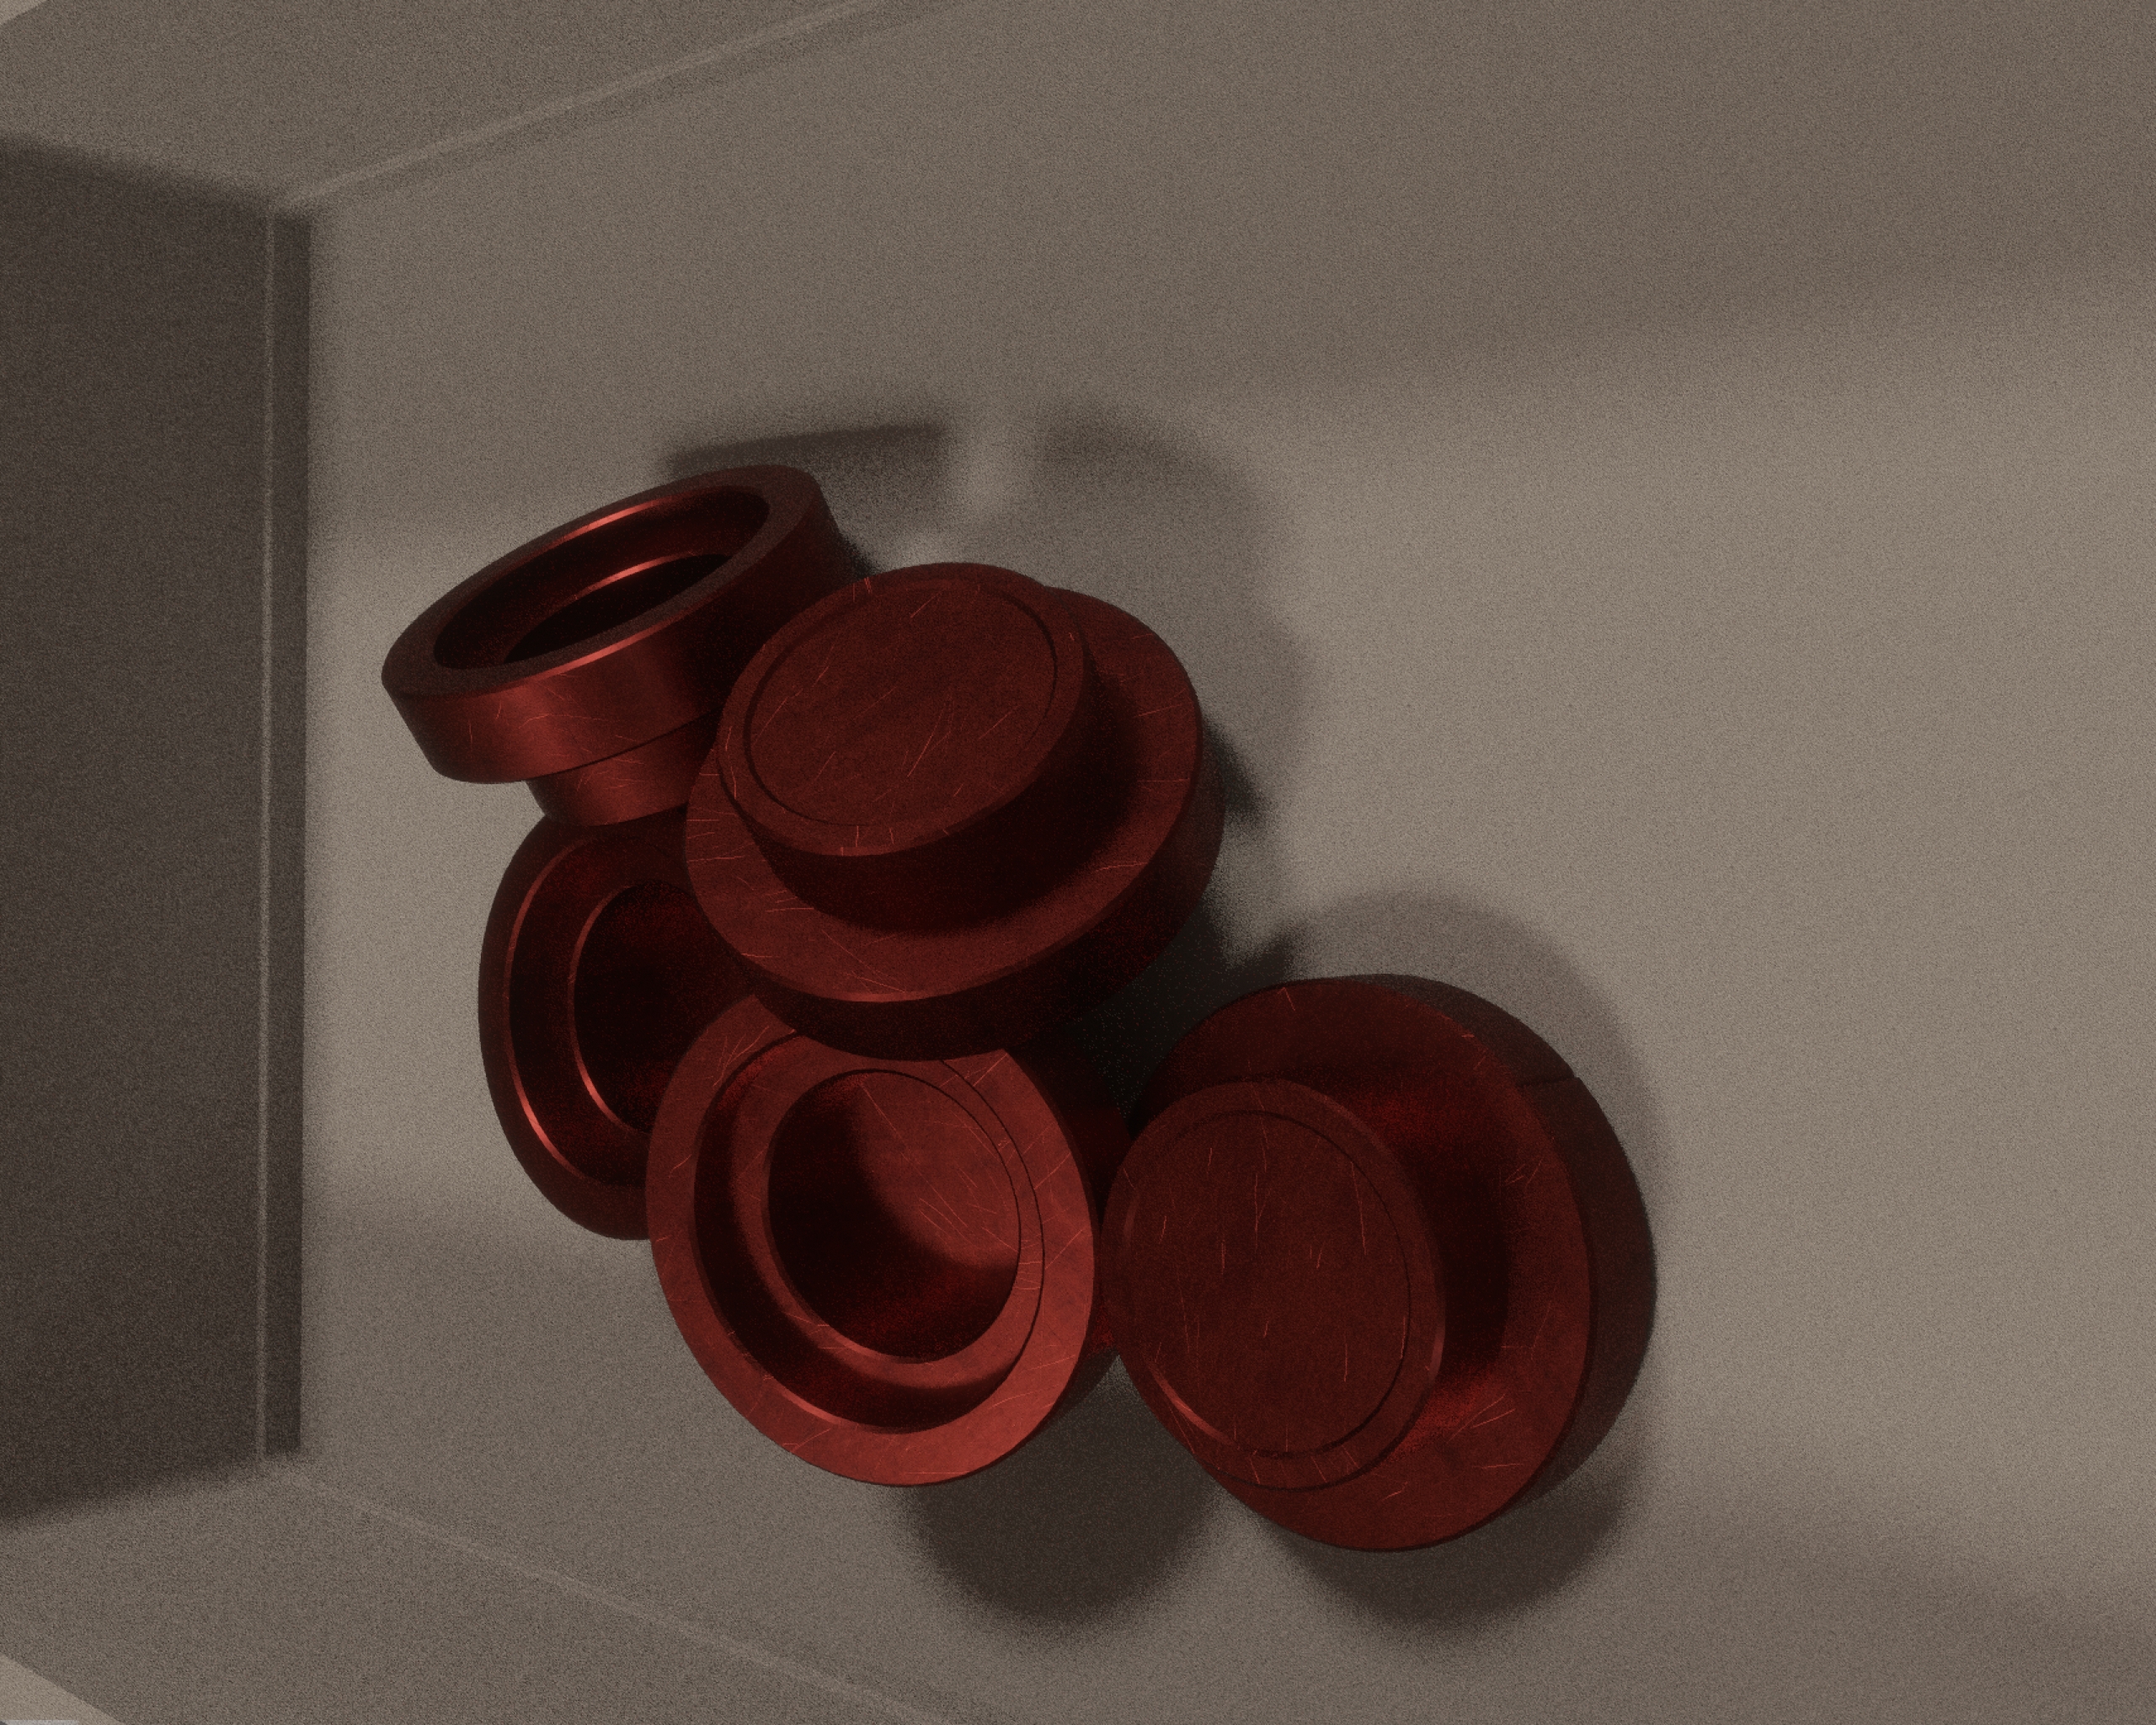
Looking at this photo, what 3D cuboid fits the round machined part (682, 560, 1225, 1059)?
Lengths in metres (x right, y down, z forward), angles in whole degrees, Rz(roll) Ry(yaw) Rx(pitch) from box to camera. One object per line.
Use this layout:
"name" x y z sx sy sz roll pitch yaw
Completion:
"round machined part" -0.026 -0.016 0.377 0.098 0.042 0.098 -9 50 11

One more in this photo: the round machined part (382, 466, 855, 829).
"round machined part" -0.092 -0.043 0.444 0.098 0.098 0.042 4 128 39

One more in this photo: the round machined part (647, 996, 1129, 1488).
"round machined part" -0.031 0.066 0.402 0.098 0.042 0.097 3 97 26

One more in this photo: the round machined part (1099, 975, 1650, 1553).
"round machined part" 0.043 0.068 0.356 0.098 0.042 0.097 0 90 39

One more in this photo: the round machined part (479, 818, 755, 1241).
"round machined part" -0.086 0.032 0.461 0.098 0.042 0.097 0 90 39
